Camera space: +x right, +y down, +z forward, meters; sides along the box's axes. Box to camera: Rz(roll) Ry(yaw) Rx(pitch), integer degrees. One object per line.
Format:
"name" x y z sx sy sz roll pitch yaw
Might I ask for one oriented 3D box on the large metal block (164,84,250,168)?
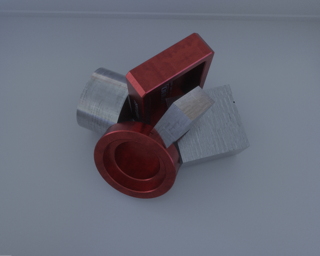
"large metal block" 0.055 -0.001 0.388 0.081 0.050 0.080 -13 75 -5

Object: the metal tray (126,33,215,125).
"metal tray" 0.010 -0.045 0.369 0.090 0.130 0.030 -33 75 -12

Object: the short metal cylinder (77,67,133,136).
"short metal cylinder" -0.061 -0.030 0.389 0.050 0.080 0.080 21 71 7

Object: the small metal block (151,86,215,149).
"small metal block" 0.024 -0.012 0.327 0.025 0.050 0.050 46 44 7

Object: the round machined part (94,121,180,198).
"round machined part" -0.024 0.033 0.367 0.098 0.097 0.042 19 36 6
